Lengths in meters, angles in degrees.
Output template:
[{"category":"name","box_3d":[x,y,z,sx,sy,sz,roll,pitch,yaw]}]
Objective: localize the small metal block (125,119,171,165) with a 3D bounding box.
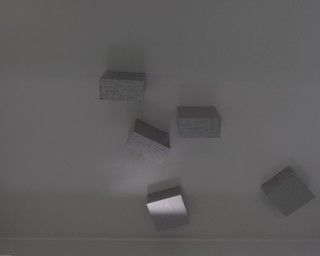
[{"category":"small metal block","box_3d":[-0.015,0.017,0.404,0.050,0.050,0.025,25,108,-9]}]

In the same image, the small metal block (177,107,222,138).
[{"category":"small metal block","box_3d":[0.048,-0.008,0.395,0.050,0.050,0.025,0,110,0]}]

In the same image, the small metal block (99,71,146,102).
[{"category":"small metal block","box_3d":[-0.044,-0.052,0.378,0.050,0.050,0.025,3,110,-1]}]

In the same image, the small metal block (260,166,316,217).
[{"category":"small metal block","box_3d":[0.184,0.091,0.446,0.050,0.025,0.050,-41,105,13]}]

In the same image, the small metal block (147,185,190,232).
[{"category":"small metal block","box_3d":[0.013,0.118,0.455,0.050,0.025,0.050,-17,109,6]}]
